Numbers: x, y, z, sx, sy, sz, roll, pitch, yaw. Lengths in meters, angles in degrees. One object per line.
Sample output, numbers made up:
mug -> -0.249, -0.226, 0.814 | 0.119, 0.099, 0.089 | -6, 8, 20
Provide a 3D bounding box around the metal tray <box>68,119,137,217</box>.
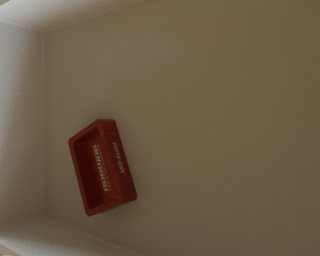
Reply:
metal tray -> -0.092, 0.061, 0.481 | 0.090, 0.030, 0.130 | -29, 72, 36
